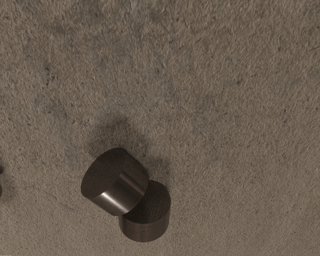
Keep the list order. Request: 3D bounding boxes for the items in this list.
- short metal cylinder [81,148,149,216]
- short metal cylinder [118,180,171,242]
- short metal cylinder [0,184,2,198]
[{"bbox_3d":[-0.063,0.075,0.434,0.080,0.080,0.050,-29,125,22],"label":"short metal cylinder"},{"bbox_3d":[-0.025,0.127,0.479,0.081,0.080,0.050,1,130,-2],"label":"short metal cylinder"},{"bbox_3d":[-0.277,0.086,0.440,0.080,0.080,0.050,-3,130,2],"label":"short metal cylinder"}]
